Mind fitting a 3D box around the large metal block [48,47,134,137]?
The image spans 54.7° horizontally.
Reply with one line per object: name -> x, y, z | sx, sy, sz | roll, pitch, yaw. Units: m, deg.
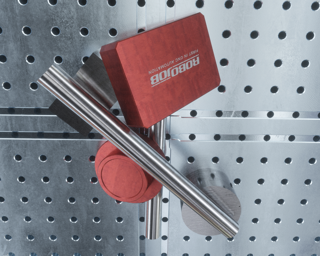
large metal block -> -0.076, -0.047, 0.367 | 0.050, 0.080, 0.080 | 40, 105, -14

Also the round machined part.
round machined part -> -0.042, 0.058, 0.408 | 0.098, 0.042, 0.097 | 6, 111, 16

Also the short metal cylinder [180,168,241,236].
short metal cylinder -> 0.069, 0.104, 0.440 | 0.081, 0.050, 0.079 | 0, 110, -1

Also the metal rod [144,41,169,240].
metal rod -> -0.005, 0.023, 0.421 | 0.025, 0.025, 0.298 | 2, 110, -1

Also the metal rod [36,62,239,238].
metal rod -> -0.007, 0.040, 0.353 | 0.025, 0.025, 0.300 | -42, 113, 13

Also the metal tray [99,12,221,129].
metal tray -> 0.008, -0.067, 0.344 | 0.131, 0.030, 0.090 | -32, 113, -34
